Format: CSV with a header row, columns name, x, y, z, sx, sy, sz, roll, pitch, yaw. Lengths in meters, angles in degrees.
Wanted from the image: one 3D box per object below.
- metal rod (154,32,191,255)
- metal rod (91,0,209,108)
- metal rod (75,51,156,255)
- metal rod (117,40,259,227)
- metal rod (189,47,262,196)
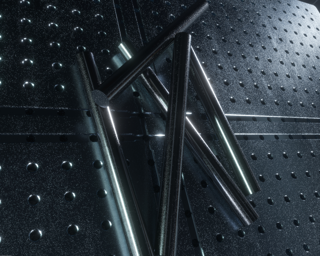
name,x,y,z,sx,sy,sz,roll,pitch,yaw
metal rod,0.020,0.002,0.393,0.025,0.025,0.299,16,63,-20
metal rod,0.003,-0.125,0.454,0.025,0.025,0.301,40,51,-2
metal rod,-0.052,0.037,0.358,0.025,0.025,0.299,-7,65,-31
metal rod,0.033,0.000,0.427,0.025,0.025,0.299,-27,77,-37
metal rod,0.076,-0.041,0.475,0.025,0.025,0.299,-8,66,-32
